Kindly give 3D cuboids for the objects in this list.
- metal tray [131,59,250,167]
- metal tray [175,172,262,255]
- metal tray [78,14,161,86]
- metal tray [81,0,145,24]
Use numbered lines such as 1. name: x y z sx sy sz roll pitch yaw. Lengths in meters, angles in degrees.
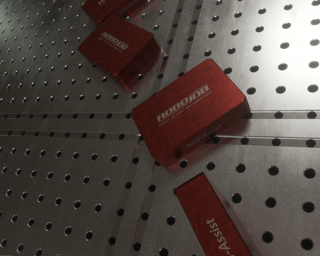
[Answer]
1. metal tray: 0.035 -0.021 0.399 0.130 0.030 0.090 -34 52 5
2. metal tray: 0.066 0.109 0.264 0.030 0.090 0.130 -33 52 6
3. metal tray: -0.072 -0.136 0.524 0.090 0.030 0.130 -48 52 -6
4. metal tray: -0.081 -0.252 0.600 0.130 0.030 0.090 -42 51 -1
